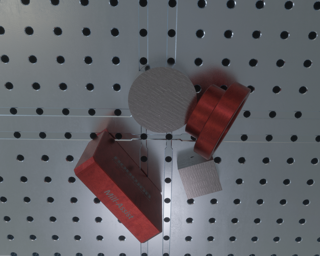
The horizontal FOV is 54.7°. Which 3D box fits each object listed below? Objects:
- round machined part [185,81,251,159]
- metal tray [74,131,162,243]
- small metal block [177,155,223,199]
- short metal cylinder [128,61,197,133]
[{"bbox_3d":[0.066,-0.014,0.375,0.042,0.098,0.097,31,109,13],"label":"round machined part"},{"bbox_3d":[-0.048,0.074,0.405,0.030,0.090,0.130,-35,107,12],"label":"metal tray"},{"bbox_3d":[0.056,0.067,0.439,0.050,0.025,0.050,-17,109,6],"label":"small metal block"},{"bbox_3d":[0.003,-0.040,0.385,0.081,0.050,0.079,0,110,0],"label":"short metal cylinder"}]
